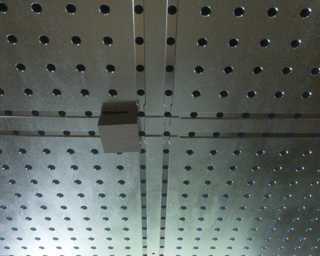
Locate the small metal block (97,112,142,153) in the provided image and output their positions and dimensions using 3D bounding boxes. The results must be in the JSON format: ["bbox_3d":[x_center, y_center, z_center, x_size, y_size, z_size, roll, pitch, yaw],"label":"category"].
[{"bbox_3d":[-0.053,0.007,0.417,0.050,0.025,0.050,-3,130,2],"label":"small metal block"}]
